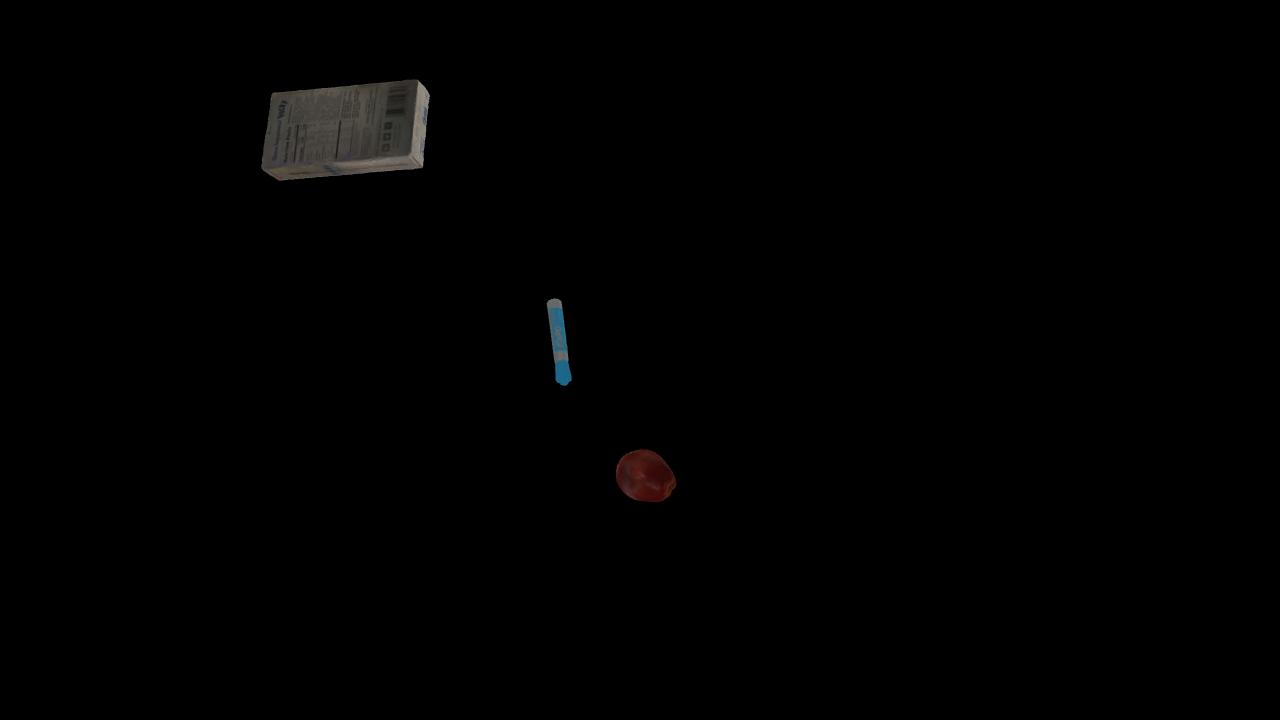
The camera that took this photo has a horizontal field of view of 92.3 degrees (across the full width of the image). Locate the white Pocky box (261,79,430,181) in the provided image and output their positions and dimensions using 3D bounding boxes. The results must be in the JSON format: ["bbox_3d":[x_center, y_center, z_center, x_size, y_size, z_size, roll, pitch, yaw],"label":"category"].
[{"bbox_3d":[-0.279,-0.218,0.584,0.154,0.084,0.028,-1,-12,9],"label":"white Pocky box"}]

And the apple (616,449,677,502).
[{"bbox_3d":[0.007,0.176,0.937,0.093,0.079,0.079,27,13,27],"label":"apple"}]

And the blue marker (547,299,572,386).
[{"bbox_3d":[-0.098,-0.022,0.742,0.020,0.121,0.020,-8,-33,-5],"label":"blue marker"}]
